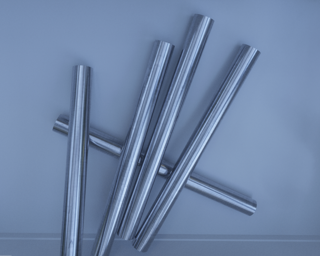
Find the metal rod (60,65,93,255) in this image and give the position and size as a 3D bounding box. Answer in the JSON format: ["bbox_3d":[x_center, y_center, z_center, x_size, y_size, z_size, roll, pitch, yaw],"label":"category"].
[{"bbox_3d":[-0.102,0.074,0.372,0.025,0.025,0.298,3,85,-1],"label":"metal rod"}]

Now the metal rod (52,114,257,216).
[{"bbox_3d":[0.000,0.055,0.431,0.301,0.025,0.025,25,108,-9],"label":"metal rod"}]

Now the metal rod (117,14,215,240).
[{"bbox_3d":[0.003,0.008,0.393,0.025,0.025,0.298,18,101,-7],"label":"metal rod"}]

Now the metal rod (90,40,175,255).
[{"bbox_3d":[-0.039,0.038,0.398,0.025,0.025,0.298,17,99,-6],"label":"metal rod"}]

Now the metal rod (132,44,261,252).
[{"bbox_3d":[0.042,0.033,0.402,0.025,0.025,0.299,27,100,-10],"label":"metal rod"}]
